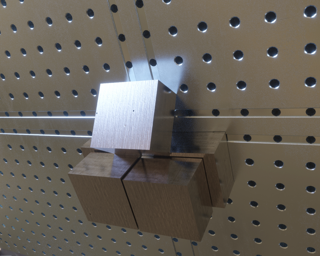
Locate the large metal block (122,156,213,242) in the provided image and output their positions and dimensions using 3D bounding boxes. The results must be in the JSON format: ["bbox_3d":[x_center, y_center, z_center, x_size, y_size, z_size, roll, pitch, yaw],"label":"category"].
[{"bbox_3d":[0.012,0.082,0.371,0.080,0.050,0.080,0,119,28],"label":"large metal block"}]

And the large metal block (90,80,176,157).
[{"bbox_3d":[-0.031,-0.010,0.377,0.080,0.050,0.080,0,77,27],"label":"large metal block"}]

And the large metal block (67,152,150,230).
[{"bbox_3d":[-0.061,0.080,0.407,0.080,0.050,0.080,0,119,28],"label":"large metal block"}]

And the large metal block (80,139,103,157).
[{"bbox_3d":[-0.058,0.051,0.456,0.080,0.050,0.079,2,119,27],"label":"large metal block"}]

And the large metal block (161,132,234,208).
[{"bbox_3d":[0.045,0.052,0.402,0.080,0.050,0.080,-1,118,28],"label":"large metal block"}]
